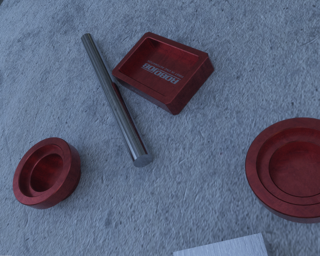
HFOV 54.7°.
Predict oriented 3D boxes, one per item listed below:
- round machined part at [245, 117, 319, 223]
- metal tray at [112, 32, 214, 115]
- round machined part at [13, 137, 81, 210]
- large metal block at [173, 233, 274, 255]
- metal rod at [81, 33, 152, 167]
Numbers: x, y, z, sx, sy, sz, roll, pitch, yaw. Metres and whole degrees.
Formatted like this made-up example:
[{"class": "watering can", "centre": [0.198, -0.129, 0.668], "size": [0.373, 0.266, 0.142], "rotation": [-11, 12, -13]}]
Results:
[{"class": "round machined part", "centre": [0.135, 0.042, 0.296], "size": [0.098, 0.042, 0.098], "rotation": [-13, 56, 21]}, {"class": "metal tray", "centre": [0.001, -0.084, 0.451], "size": [0.130, 0.030, 0.090], "rotation": [33, 80, 38]}, {"class": "round machined part", "centre": [-0.151, 0.065, 0.432], "size": [0.098, 0.042, 0.098], "rotation": [-13, 56, 21]}, {"class": "large metal block", "centre": [0.063, 0.144, 0.266], "size": [0.080, 0.050, 0.080], "rotation": [-19, 54, 17]}, {"class": "metal rod", "centre": [-0.078, -0.062, 0.482], "size": [0.025, 0.025, 0.300], "rotation": [-34, 51, 6]}]
